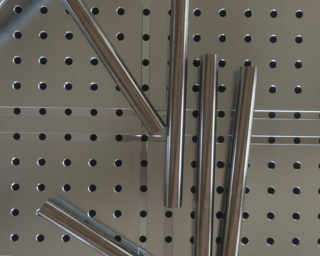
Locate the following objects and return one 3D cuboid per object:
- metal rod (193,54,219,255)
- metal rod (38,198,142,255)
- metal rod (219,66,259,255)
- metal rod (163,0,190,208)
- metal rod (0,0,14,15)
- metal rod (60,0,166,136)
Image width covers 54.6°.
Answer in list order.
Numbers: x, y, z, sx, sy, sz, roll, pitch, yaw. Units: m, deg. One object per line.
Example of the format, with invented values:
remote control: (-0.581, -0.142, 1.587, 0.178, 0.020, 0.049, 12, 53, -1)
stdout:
metal rod: (0.061, 0.053, 0.413, 0.025, 0.025, 0.298, 2, 90, 0)
metal rod: (-0.027, 0.185, 0.413, 0.301, 0.025, 0.025, 32, 90, 0)
metal rod: (0.103, 0.069, 0.413, 0.025, 0.025, 0.298, 6, 90, 0)
metal rod: (0.023, -0.046, 0.413, 0.025, 0.025, 0.298, 2, 90, 0)
metal rod: (-0.221, -0.147, 0.396, 0.300, 0.025, 0.025, -45, 90, 6)
metal rod: (-0.085, -0.121, 0.412, 0.025, 0.025, 0.299, -34, 90, 0)
